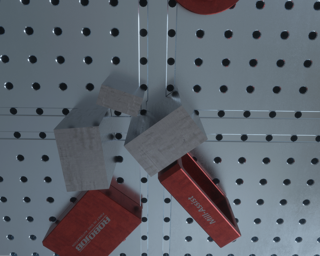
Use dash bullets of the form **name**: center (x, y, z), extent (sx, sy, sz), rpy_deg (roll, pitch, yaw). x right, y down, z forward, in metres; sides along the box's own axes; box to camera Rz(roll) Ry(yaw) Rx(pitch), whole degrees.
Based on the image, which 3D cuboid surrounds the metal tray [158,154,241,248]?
- **metal tray**: center (0.050, 0.082, 0.409), extent (0.030, 0.090, 0.130), rpy_deg (-37, 106, 13)

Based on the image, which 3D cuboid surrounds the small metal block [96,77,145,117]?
- **small metal block**: center (-0.047, -0.040, 0.385), extent (0.050, 0.050, 0.025), rpy_deg (18, 109, -7)

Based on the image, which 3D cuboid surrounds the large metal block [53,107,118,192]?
- **large metal block**: center (-0.089, 0.023, 0.392), extent (0.050, 0.080, 0.079), rpy_deg (-5, 110, 2)

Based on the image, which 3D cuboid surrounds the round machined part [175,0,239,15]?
- **round machined part**: center (0.054, -0.176, 0.340), extent (0.099, 0.042, 0.097), rpy_deg (0, 110, 0)

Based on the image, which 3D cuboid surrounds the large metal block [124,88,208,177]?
- **large metal block**: center (0.006, 0.003, 0.385), extent (0.080, 0.080, 0.050), rpy_deg (-35, 107, 12)

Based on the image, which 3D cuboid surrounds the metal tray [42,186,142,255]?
- **metal tray**: center (-0.100, 0.147, 0.464), extent (0.090, 0.030, 0.130), rpy_deg (39, 105, -13)
